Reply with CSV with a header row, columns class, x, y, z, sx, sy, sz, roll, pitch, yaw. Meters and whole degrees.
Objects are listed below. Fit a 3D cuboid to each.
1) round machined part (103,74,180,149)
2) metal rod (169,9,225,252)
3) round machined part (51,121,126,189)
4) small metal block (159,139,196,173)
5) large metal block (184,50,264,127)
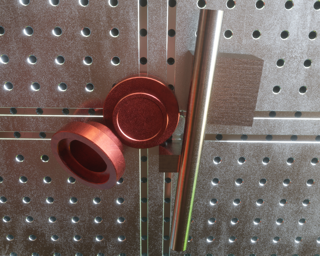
class,x,y,z,sx,sy,sz,roll,pitch,yaw
round machined part,-0.024,-0.017,0.398,0.099,0.042,0.097,0,110,0
metal rod,0.039,0.019,0.367,0.025,0.025,0.298,5,110,-2
round machined part,-0.087,0.030,0.399,0.098,0.042,0.097,17,134,19
small metal block,0.024,0.036,0.414,0.050,0.050,0.025,0,110,0
large metal block,0.074,-0.050,0.382,0.081,0.050,0.079,4,110,-2
